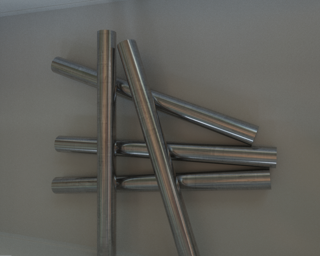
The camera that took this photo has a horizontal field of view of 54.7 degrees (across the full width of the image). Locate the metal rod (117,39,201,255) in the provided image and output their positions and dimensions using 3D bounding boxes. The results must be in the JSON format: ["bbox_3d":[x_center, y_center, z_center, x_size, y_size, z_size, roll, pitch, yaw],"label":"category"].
[{"bbox_3d":[0.000,0.034,0.381,0.025,0.025,0.299,-19,84,19],"label":"metal rod"}]

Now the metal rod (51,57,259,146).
[{"bbox_3d":[-0.020,-0.042,0.414,0.301,0.025,0.025,21,97,18],"label":"metal rod"}]

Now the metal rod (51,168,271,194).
[{"bbox_3d":[-0.012,0.073,0.412,0.301,0.025,0.025,-5,88,19],"label":"metal rod"}]

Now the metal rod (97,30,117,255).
[{"bbox_3d":[-0.070,0.024,0.405,0.025,0.025,0.298,0,90,19],"label":"metal rod"}]

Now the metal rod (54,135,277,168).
[{"bbox_3d":[-0.007,0.029,0.410,0.301,0.025,0.025,2,91,19],"label":"metal rod"}]
